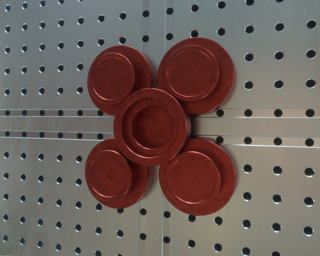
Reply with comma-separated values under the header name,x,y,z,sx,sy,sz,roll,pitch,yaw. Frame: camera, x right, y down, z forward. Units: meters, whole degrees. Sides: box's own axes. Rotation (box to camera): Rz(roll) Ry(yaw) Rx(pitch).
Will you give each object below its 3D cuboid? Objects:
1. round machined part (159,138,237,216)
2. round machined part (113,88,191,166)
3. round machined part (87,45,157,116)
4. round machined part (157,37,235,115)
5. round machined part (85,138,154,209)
name,x,y,z,sx,sy,sz,roll,pitch,yaw
round machined part,0.044,0.062,0.387,0.098,0.042,0.097,0,90,19
round machined part,-0.007,-0.001,0.403,0.098,0.042,0.097,0,90,19
round machined part,-0.058,-0.064,0.422,0.098,0.042,0.097,0,90,19
round machined part,0.043,-0.065,0.387,0.098,0.042,0.097,0,90,19
round machined part,-0.061,0.063,0.424,0.098,0.042,0.097,0,90,19
